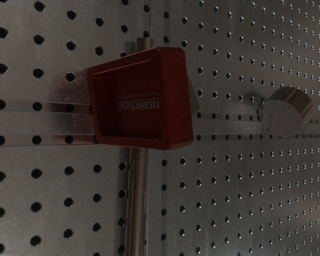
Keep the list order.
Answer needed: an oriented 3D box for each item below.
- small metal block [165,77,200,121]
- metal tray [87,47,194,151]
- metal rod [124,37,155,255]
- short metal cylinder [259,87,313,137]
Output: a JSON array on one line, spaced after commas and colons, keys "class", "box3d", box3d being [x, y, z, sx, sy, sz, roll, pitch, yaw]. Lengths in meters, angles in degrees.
[{"class": "small metal block", "box3d": [0.024, -0.038, 0.432, 0.050, 0.025, 0.050, -33, 111, -35]}, {"class": "metal tray", "box3d": [-0.026, -0.027, 0.320, 0.030, 0.130, 0.089, -11, 97, -40]}, {"class": "metal rod", "box3d": [-0.026, 0.037, 0.388, 0.025, 0.025, 0.298, 5, 87, -40]}, {"class": "short metal cylinder", "box3d": [0.232, -0.029, 0.571, 0.050, 0.080, 0.080, -39, 114, -33]}]
